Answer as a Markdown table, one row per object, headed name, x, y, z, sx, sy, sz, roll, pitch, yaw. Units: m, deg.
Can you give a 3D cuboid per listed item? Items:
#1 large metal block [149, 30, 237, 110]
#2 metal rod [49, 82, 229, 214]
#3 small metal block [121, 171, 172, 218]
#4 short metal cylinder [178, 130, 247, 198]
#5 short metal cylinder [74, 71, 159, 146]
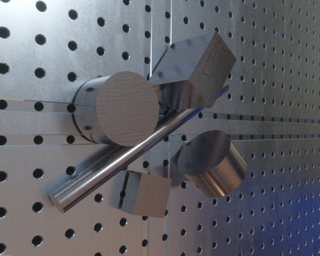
| name | x | y | z | sx | sy | sz | roll | pitch | yaw |
| --- | --- | --- | --- | --- | --- | --- | --- | --- | --- |
| large metal block | 0.039 | -0.071 | 0.402 | 0.050 | 0.080 | 0.080 | 44 | 64 | -32 |
| metal rod | -0.004 | 0.005 | 0.402 | 0.302 | 0.025 | 0.025 | -35 | 112 | -34 |
| small metal block | -0.016 | 0.084 | 0.391 | 0.050 | 0.025 | 0.050 | 19 | 78 | -38 |
| short metal cylinder | 0.072 | 0.049 | 0.430 | 0.050 | 0.080 | 0.080 | 51 | 60 | -28 |
| short metal cylinder | -0.048 | -0.021 | 0.348 | 0.081 | 0.050 | 0.079 | 0 | 90 | -40 |
